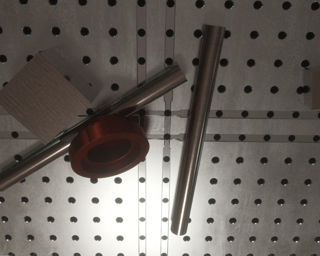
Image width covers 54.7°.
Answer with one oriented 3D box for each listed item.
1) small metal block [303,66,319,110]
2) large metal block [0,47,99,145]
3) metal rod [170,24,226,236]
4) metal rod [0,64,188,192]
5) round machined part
[{"bbox_3d":[0.215,-0.054,0.397,0.050,0.025,0.050,-9,110,2],"label":"small metal block"},{"bbox_3d":[-0.137,-0.040,0.383,0.080,0.050,0.080,-40,106,13],"label":"large metal block"},{"bbox_3d":[0.047,0.017,0.420,0.025,0.025,0.298,7,110,-3],"label":"metal rod"},{"bbox_3d":[-0.100,0.005,0.413,0.300,0.025,0.025,-30,108,10],"label":"metal rod"},{"bbox_3d":[-0.066,0.020,0.394,0.099,0.042,0.098,-17,146,-11],"label":"round machined part"}]
